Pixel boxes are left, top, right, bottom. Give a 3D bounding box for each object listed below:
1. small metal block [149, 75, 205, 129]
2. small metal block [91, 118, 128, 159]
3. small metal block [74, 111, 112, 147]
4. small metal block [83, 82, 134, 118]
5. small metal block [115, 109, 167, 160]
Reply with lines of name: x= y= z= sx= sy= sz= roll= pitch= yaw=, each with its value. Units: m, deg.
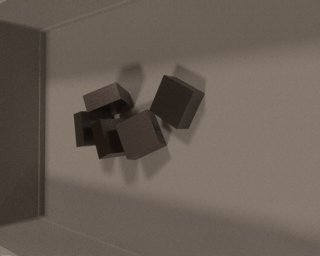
small metal block: x=0.020 y=-0.032 z=0.388 sx=0.050 sy=0.025 sz=0.050 roll=36 pitch=112 yaw=34
small metal block: x=-0.064 y=0.014 z=0.440 sx=0.025 sy=0.050 sz=0.050 roll=-30 pitch=71 yaw=44
small metal block: x=-0.099 y=0.001 z=0.467 sx=0.025 sy=0.050 sz=0.050 roll=-12 pitch=82 yaw=50
small metal block: x=-0.072 y=-0.037 z=0.436 sx=0.050 sy=0.050 sz=0.025 roll=-21 pitch=75 yaw=10
small metal block: x=-0.026 y=0.010 z=0.416 sx=0.050 sy=0.025 sz=0.050 roll=-26 pitch=73 yaw=16
